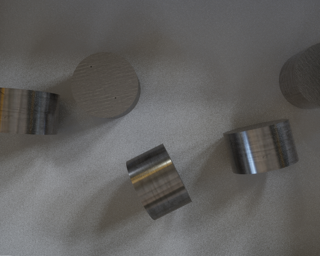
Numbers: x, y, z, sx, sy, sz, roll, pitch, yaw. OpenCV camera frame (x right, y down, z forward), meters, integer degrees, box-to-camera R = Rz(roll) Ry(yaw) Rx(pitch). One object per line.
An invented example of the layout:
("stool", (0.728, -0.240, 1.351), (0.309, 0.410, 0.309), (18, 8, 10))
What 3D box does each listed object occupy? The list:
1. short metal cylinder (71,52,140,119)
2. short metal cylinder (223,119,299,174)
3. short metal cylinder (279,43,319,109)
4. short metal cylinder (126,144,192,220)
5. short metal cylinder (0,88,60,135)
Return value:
("short metal cylinder", (-0.067, -0.052, 0.398), (0.081, 0.050, 0.079), (0, 90, -1))
("short metal cylinder", (0.124, 0.022, 0.386), (0.080, 0.080, 0.050), (-14, 90, 0))
("short metal cylinder", (0.204, -0.065, 0.402), (0.081, 0.050, 0.079), (0, 90, -1))
("short metal cylinder", (-0.001, 0.066, 0.384), (0.050, 0.080, 0.080), (-27, 90, 0))
("short metal cylinder", (-0.167, -0.019, 0.382), (0.081, 0.080, 0.050), (4, 90, -1))
